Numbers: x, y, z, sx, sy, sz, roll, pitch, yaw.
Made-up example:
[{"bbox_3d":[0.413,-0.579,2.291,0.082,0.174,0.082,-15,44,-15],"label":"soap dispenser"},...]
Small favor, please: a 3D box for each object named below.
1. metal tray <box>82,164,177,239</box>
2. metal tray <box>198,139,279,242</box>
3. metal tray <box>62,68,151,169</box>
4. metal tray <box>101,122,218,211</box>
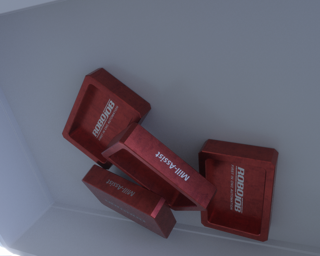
[{"bbox_3d":[-0.045,0.109,0.462,0.130,0.030,0.090,20,151,28],"label":"metal tray"},{"bbox_3d":[0.099,0.082,0.403,0.090,0.030,0.129,8,122,24],"label":"metal tray"},{"bbox_3d":[-0.080,-0.009,0.442,0.090,0.030,0.129,38,129,3],"label":"metal tray"},{"bbox_3d":[-0.004,0.054,0.388,0.130,0.030,0.090,40,154,-10],"label":"metal tray"}]
